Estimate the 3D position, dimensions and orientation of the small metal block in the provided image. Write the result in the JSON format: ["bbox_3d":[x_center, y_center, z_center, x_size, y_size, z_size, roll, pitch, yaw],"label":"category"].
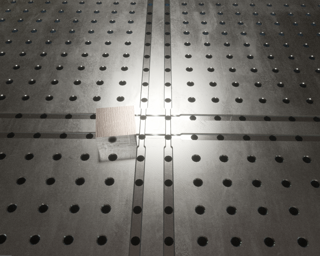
[{"bbox_3d":[-0.057,-0.001,0.408,0.050,0.025,0.050,-5,50,-5],"label":"small metal block"}]
